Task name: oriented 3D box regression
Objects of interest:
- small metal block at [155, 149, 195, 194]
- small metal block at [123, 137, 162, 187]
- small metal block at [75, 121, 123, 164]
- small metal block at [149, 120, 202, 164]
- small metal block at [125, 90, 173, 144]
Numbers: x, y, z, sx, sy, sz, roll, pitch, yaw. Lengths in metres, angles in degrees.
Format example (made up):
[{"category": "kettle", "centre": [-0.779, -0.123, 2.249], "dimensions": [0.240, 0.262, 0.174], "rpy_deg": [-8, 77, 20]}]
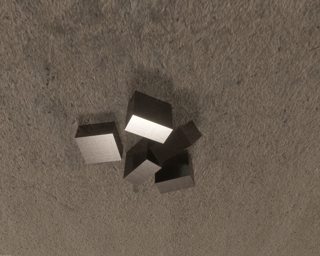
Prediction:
[{"category": "small metal block", "centre": [0.021, 0.062, 0.444], "dimensions": [0.050, 0.050, 0.025], "rpy_deg": [-15, 129, 12]}, {"category": "small metal block", "centre": [-0.024, 0.044, 0.428], "dimensions": [0.025, 0.050, 0.050], "rpy_deg": [33, 122, -25]}, {"category": "small metal block", "centre": [-0.082, 0.021, 0.424], "dimensions": [0.050, 0.025, 0.050], "rpy_deg": [-7, 130, 5]}, {"category": "small metal block", "centre": [0.022, 0.017, 0.403], "dimensions": [0.050, 0.050, 0.025], "rpy_deg": [-34, 88, 25]}, {"category": "small metal block", "centre": [-0.013, -0.014, 0.379], "dimensions": [0.050, 0.050, 0.025], "rpy_deg": [20, 127, -17]}]
